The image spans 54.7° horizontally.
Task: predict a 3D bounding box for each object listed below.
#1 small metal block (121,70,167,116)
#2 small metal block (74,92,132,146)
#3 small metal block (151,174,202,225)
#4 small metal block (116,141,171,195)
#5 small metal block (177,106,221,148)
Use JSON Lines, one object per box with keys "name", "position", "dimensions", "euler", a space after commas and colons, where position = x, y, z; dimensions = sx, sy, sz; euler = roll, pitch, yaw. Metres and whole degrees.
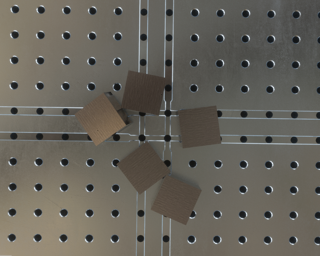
{"name": "small metal block", "position": [-0.021, -0.046, 0.413], "dimensions": [0.050, 0.025, 0.050], "euler": [11, 90, -1]}
{"name": "small metal block", "position": [-0.074, -0.012, 0.407], "dimensions": [0.050, 0.025, 0.050], "euler": [-34, 91, 15]}
{"name": "small metal block", "position": [0.021, 0.093, 0.414], "dimensions": [0.050, 0.025, 0.050], "euler": [24, 90, -1]}
{"name": "small metal block", "position": [-0.021, 0.052, 0.413], "dimensions": [0.050, 0.025, 0.050], "euler": [-37, 90, 0]}
{"name": "small metal block", "position": [0.051, -0.001, 0.414], "dimensions": [0.050, 0.025, 0.050], "euler": [-7, 90, -1]}
